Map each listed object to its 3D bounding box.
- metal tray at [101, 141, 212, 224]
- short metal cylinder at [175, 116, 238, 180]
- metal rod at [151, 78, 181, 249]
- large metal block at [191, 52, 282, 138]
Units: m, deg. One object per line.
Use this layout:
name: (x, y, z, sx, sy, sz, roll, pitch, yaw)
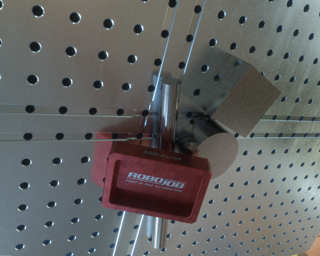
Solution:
metal tray: (-0.006, 0.074, 0.413, 0.131, 0.030, 0.089, 12, 116, -3)
short metal cylinder: (0.066, 0.029, 0.451, 0.081, 0.050, 0.079, -14, 125, -21)
metal rod: (0.006, 0.070, 0.459, 0.025, 0.025, 0.298, -11, 123, -23)
large metal block: (0.106, -0.044, 0.428, 0.080, 0.050, 0.080, 28, 103, -38)
